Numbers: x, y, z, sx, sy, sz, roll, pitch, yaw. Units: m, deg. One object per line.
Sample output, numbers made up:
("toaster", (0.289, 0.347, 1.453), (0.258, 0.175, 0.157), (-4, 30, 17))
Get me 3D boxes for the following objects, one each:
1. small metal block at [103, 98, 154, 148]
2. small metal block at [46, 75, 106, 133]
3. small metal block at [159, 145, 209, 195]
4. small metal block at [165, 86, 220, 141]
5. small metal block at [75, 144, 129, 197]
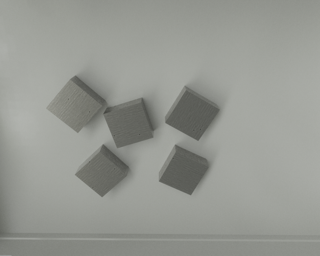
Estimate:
("small metal block", (-0.040, -0.007, 0.408), (0.050, 0.025, 0.050), (-17, 109, 6))
("small metal block", (-0.107, -0.030, 0.399), (0.050, 0.025, 0.050), (41, 105, -14))
("small metal block", (0.032, 0.059, 0.433), (0.050, 0.025, 0.050), (25, 108, -9))
("small metal block", (0.041, -0.019, 0.404), (0.050, 0.025, 0.050), (29, 107, -10))
("small metal block", (-0.080, 0.060, 0.433), (0.050, 0.025, 0.050), (-42, 105, 14))
